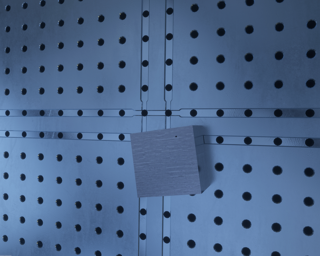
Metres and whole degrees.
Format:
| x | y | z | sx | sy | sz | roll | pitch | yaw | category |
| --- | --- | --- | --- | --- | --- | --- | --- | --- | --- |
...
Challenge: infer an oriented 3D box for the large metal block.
| x | y | z | sx | sy | sz | roll | pitch | yaw | category |
| --- | --- | --- | --- | --- | --- | --- | --- | --- | --- |
| 0.014 | 0.041 | 0.394 | 0.080 | 0.050 | 0.080 | -8 | 87 | 19 | large metal block |
